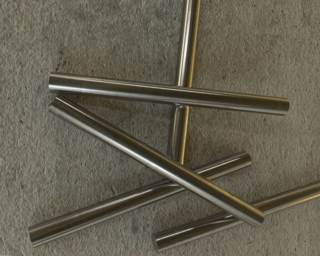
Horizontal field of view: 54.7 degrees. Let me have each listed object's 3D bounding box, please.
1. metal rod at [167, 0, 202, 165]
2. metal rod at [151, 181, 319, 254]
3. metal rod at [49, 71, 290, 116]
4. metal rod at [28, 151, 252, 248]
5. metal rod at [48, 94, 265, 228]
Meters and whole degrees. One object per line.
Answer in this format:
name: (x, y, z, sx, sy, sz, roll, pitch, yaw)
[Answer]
metal rod: (0.036, -0.097, 0.421, 0.025, 0.025, 0.298, 7, 88, -20)
metal rod: (0.133, 0.124, 0.457, 0.302, 0.025, 0.025, -11, 94, -20)
metal rod: (0.020, -0.041, 0.391, 0.302, 0.025, 0.025, 5, 89, -11)
metal rod: (-0.010, 0.085, 0.405, 0.302, 0.025, 0.025, -16, 96, -19)
metal rod: (0.004, 0.046, 0.389, 0.301, 0.025, 0.025, 31, 80, -10)
